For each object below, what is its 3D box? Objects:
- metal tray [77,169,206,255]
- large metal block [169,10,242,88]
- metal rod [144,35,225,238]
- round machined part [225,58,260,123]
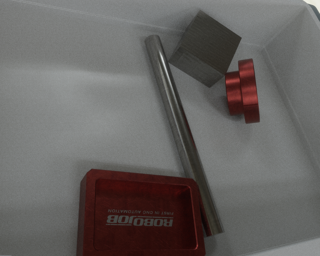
[{"bbox_3d":[-0.019,0.097,0.334,0.131,0.030,0.090,9,58,-24],"label":"metal tray"},{"bbox_3d":[0.072,-0.125,0.494,0.080,0.050,0.080,31,67,-9],"label":"large metal block"},{"bbox_3d":[0.026,-0.006,0.424,0.025,0.025,0.299,-2,63,-30],"label":"metal rod"},{"bbox_3d":[0.126,-0.055,0.476,0.042,0.098,0.098,-7,56,17],"label":"round machined part"}]
